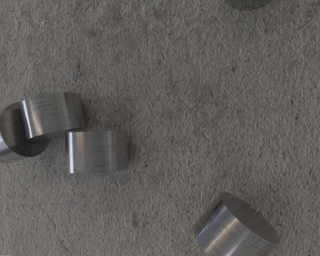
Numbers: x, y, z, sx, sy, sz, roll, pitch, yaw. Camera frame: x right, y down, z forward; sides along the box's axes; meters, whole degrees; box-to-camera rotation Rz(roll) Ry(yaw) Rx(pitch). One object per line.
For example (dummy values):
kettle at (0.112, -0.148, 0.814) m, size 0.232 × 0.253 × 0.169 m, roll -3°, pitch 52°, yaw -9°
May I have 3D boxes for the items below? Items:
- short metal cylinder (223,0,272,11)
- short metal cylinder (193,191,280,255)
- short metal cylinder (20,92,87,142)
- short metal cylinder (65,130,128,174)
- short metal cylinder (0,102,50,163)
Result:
short metal cylinder at (0.103, -0.185, 0.359) m, size 0.080 × 0.050 × 0.080 m, roll 0°, pitch 90°, yaw 20°
short metal cylinder at (0.085, 0.118, 0.350) m, size 0.080 × 0.080 × 0.050 m, roll 38°, pitch 102°, yaw 16°
short metal cylinder at (-0.147, -0.014, 0.432) m, size 0.080 × 0.080 × 0.050 m, roll -15°, pitch 85°, yaw 19°
short metal cylinder at (-0.083, 0.029, 0.409) m, size 0.080 × 0.080 × 0.050 m, roll -2°, pitch 89°, yaw 20°
short metal cylinder at (-0.209, 0.007, 0.449) m, size 0.050 × 0.080 × 0.080 m, roll -16°, pitch 85°, yaw 30°
